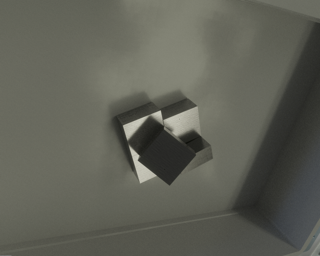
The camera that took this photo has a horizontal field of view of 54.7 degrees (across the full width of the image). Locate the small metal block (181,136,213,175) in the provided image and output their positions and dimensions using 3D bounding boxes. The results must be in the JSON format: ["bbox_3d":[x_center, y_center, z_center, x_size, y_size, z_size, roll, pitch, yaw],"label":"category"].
[{"bbox_3d":[0.038,0.031,0.432,0.050,0.050,0.025,-26,128,-14],"label":"small metal block"}]

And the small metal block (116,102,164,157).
[{"bbox_3d":[-0.023,0.001,0.397,0.050,0.025,0.050,-23,127,-15],"label":"small metal block"}]

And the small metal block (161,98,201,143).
[{"bbox_3d":[0.025,-0.005,0.419,0.050,0.025,0.050,-23,127,-15],"label":"small metal block"}]

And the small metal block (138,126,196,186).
[{"bbox_3d":[0.009,0.034,0.386,0.050,0.025,0.050,39,97,-5],"label":"small metal block"}]

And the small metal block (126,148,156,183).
[{"bbox_3d":[-0.014,0.041,0.426,0.050,0.025,0.050,-23,127,-15],"label":"small metal block"}]
